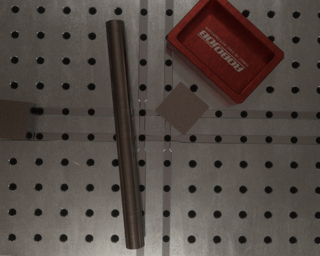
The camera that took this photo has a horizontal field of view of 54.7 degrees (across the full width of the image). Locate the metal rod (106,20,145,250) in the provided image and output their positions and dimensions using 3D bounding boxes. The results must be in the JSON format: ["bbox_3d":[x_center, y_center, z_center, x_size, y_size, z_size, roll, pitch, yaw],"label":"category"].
[{"bbox_3d":[-0.046,0.008,0.412,0.025,0.025,0.298,-5,90,-1],"label":"metal rod"}]

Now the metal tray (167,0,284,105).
[{"bbox_3d":[0.085,-0.105,0.411,0.130,0.030,0.090,42,90,-1],"label":"metal tray"}]

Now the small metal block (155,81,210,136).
[{"bbox_3d":[0.029,-0.025,0.414,0.050,0.025,0.050,41,90,-1],"label":"small metal block"}]

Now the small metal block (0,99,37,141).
[{"bbox_3d":[-0.196,-0.011,0.411,0.050,0.025,0.050,6,90,-1],"label":"small metal block"}]
